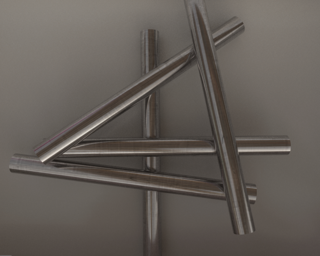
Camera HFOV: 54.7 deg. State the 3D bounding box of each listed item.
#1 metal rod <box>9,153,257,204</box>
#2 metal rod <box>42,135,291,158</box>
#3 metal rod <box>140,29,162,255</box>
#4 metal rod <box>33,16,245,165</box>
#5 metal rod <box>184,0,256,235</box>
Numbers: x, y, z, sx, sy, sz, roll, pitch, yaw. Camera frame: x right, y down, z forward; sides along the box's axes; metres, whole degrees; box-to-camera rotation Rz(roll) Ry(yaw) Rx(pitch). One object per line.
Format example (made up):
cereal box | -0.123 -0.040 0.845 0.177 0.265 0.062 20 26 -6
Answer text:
metal rod | -0.034 0.063 0.386 0.302 0.025 0.025 7 90 2
metal rod | 0.008 0.023 0.385 0.302 0.025 0.025 -1 90 -1
metal rod | -0.012 0.022 0.411 0.025 0.025 0.298 -1 90 -1
metal rod | -0.016 -0.053 0.383 0.301 0.025 0.025 -35 90 -12
metal rod | 0.067 -0.029 0.366 0.025 0.025 0.298 -11 84 0
